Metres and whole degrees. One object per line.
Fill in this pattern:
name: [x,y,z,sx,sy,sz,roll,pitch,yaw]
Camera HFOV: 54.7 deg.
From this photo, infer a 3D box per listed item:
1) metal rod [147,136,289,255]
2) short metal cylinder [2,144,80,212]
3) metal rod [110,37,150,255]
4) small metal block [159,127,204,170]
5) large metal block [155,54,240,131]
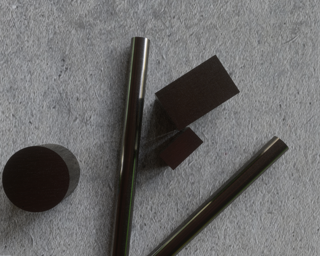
metal rod: [0.052,0.122,0.410,0.300,0.025,0.025,-43,91,-1]
short metal cylinder: [-0.149,0.061,0.396,0.081,0.050,0.079,0,90,-1]
metal rod: [-0.040,0.032,0.409,0.025,0.025,0.298,6,90,-1]
small metal block: [0.026,0.025,0.398,0.050,0.050,0.025,-43,91,0]
large metal block: [0.041,-0.039,0.383,0.080,0.080,0.050,-33,90,0]
